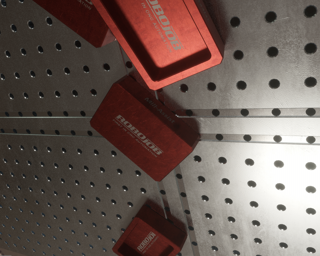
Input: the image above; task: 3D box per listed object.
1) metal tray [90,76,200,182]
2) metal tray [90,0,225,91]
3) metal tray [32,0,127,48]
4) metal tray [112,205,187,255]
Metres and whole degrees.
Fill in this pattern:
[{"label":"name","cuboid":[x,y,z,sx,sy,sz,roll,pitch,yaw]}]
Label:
[{"label":"metal tray","cuboid":[-0.023,0.003,0.421,0.130,0.030,0.090,41,129,0]},{"label":"metal tray","cuboid":[-0.002,-0.110,0.315,0.090,0.030,0.130,-19,121,27]},{"label":"metal tray","cuboid":[-0.098,-0.167,0.355,0.130,0.030,0.089,37,129,2]},{"label":"metal tray","cuboid":[-0.022,0.202,0.542,0.090,0.030,0.129,35,129,4]}]
